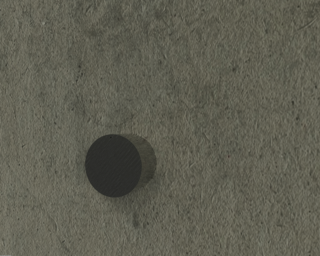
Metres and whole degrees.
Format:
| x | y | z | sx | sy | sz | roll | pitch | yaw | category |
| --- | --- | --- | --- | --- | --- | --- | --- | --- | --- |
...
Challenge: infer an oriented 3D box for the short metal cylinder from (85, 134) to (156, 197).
| x | y | z | sx | sy | sz | roll | pitch | yaw | category |
| --- | --- | --- | --- | --- | --- | --- | --- | --- | --- |
| -0.051 | 0.048 | 0.414 | 0.080 | 0.050 | 0.080 | 0 | 90 | 20 | short metal cylinder |
